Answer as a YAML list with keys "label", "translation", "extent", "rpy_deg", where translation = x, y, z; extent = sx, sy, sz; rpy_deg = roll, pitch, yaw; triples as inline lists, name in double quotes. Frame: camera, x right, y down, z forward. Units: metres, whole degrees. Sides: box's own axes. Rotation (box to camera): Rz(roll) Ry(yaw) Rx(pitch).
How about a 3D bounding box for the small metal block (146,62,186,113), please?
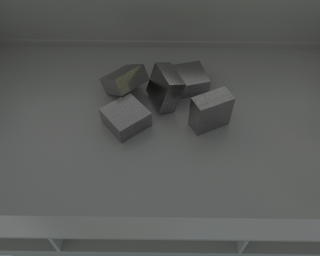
- label: "small metal block"
  translation: [0.007, -0.056, 0.433]
  extent: [0.025, 0.050, 0.050]
  rpy_deg: [-6, 48, -28]

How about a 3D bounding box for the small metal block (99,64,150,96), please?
- label: "small metal block"
  translation: [-0.052, -0.070, 0.449]
  extent: [0.050, 0.025, 0.050]
  rpy_deg: [-34, 26, -25]

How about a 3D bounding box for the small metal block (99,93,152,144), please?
- label: "small metal block"
  translation: [-0.046, -0.014, 0.417]
  extent: [0.050, 0.025, 0.050]
  rpy_deg: [-31, 57, -24]

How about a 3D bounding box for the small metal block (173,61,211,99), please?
- label: "small metal block"
  translation: [0.043, -0.073, 0.466]
  extent: [0.050, 0.025, 0.050]
  rpy_deg: [-11, 51, -9]

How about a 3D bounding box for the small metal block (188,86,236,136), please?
- label: "small metal block"
  translation: [0.067, -0.022, 0.407]
  extent: [0.050, 0.050, 0.025]
  rpy_deg: [-20, 53, -16]
